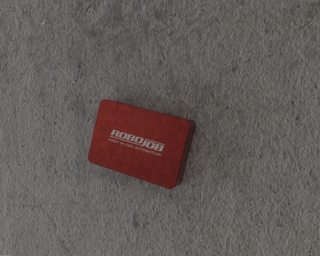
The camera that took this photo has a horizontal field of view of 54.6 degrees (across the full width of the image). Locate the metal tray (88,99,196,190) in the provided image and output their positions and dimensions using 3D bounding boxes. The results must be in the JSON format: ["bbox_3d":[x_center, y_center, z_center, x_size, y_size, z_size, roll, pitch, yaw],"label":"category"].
[{"bbox_3d":[-0.026,0.019,0.416,0.130,0.030,0.090,15,95,19],"label":"metal tray"}]
